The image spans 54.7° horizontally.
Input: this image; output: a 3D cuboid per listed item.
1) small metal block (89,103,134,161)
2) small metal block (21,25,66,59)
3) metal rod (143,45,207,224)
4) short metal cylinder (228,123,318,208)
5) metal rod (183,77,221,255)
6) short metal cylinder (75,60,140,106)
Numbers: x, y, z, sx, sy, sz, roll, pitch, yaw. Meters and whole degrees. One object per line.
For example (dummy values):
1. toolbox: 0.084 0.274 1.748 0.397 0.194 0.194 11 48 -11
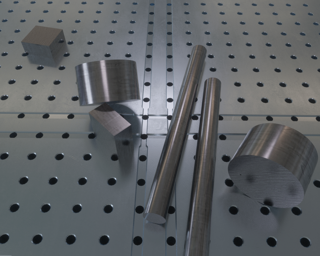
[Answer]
1. small metal block: -0.060 0.005 0.387 0.025 0.050 0.050 -36 59 -26
2. small metal block: -0.198 -0.148 0.530 0.050 0.025 0.050 11 51 9
3. metal rod: 0.030 -0.016 0.421 0.025 0.025 0.300 11 51 9
4. short metal cylinder: 0.122 0.041 0.338 0.080 0.080 0.050 26 55 20
5. metal rod: 0.053 0.047 0.368 0.025 0.025 0.300 8 50 6
6. short metal cylinder: -0.069 -0.058 0.412 0.081 0.080 0.050 -7 93 -6
